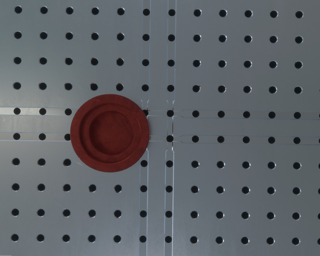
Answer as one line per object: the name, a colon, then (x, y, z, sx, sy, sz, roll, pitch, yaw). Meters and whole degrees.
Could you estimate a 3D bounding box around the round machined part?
round machined part: (-0.062, 0.006, 0.405, 0.099, 0.042, 0.097, 0, 90, 0)
